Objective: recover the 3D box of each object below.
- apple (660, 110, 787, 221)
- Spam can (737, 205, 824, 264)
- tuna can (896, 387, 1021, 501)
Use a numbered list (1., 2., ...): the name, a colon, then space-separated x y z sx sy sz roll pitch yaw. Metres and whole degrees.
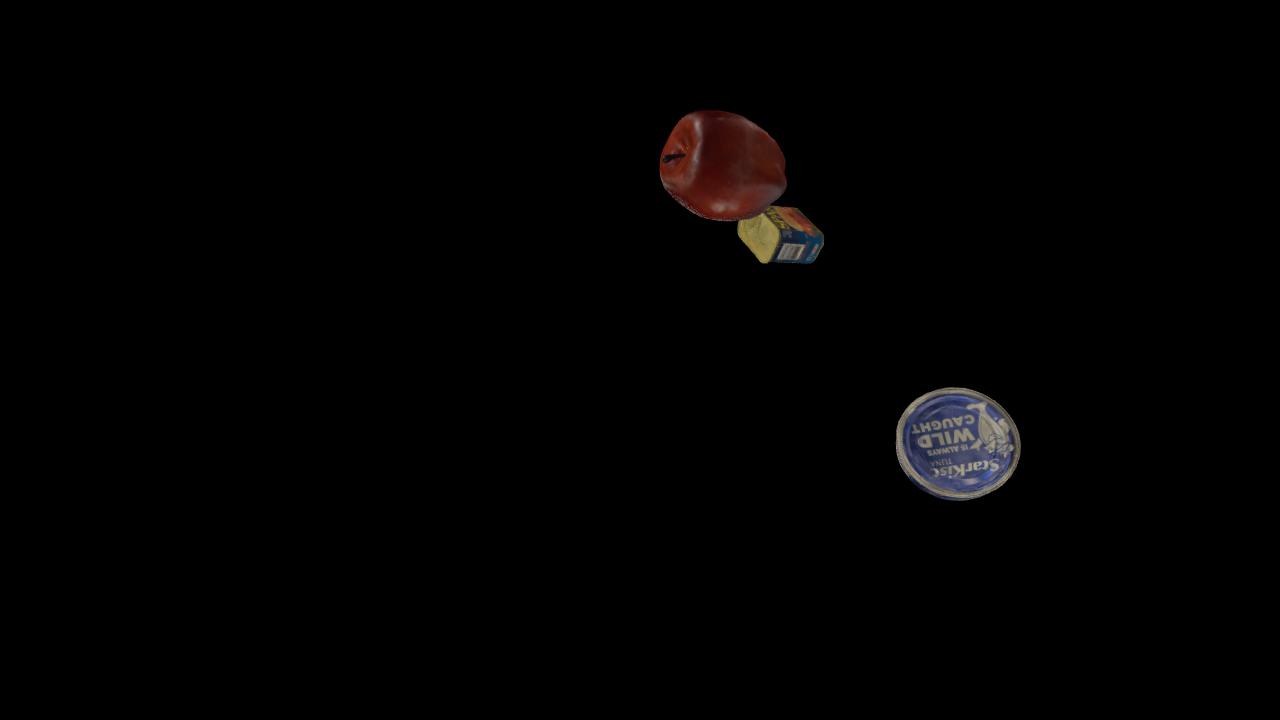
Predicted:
1. apple: 0.059 -0.139 0.448 0.093 0.079 0.079 7 -3 -25
2. Spam can: 0.204 -0.183 0.896 0.085 0.058 0.101 -1 43 -26
3. tuna can: 0.242 0.066 0.475 0.084 0.084 0.034 0 -18 21
